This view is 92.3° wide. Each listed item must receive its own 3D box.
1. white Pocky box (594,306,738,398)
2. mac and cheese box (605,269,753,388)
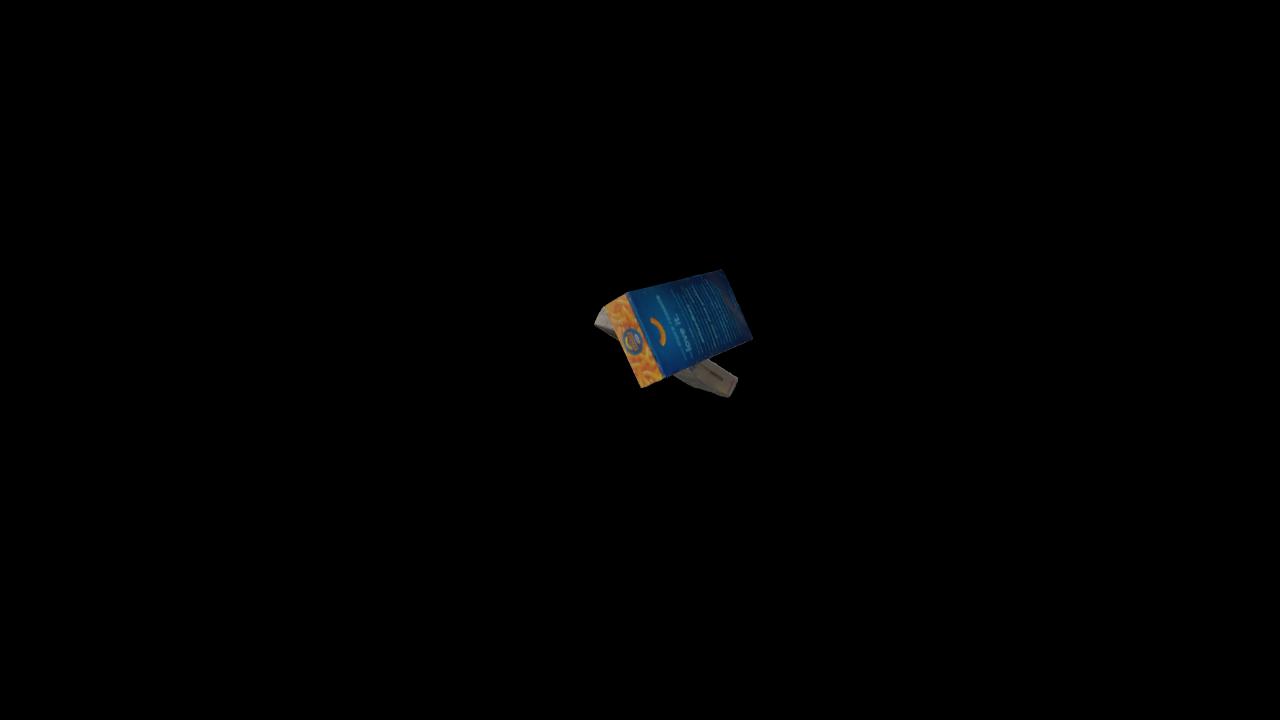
[{"bbox_3d":[0.029,-0.008,0.676,0.154,0.028,0.084,31,-7,-32],"label":"white Pocky box"},{"bbox_3d":[0.049,-0.039,0.663,0.041,0.093,0.184,-25,-3,40],"label":"mac and cheese box"}]
